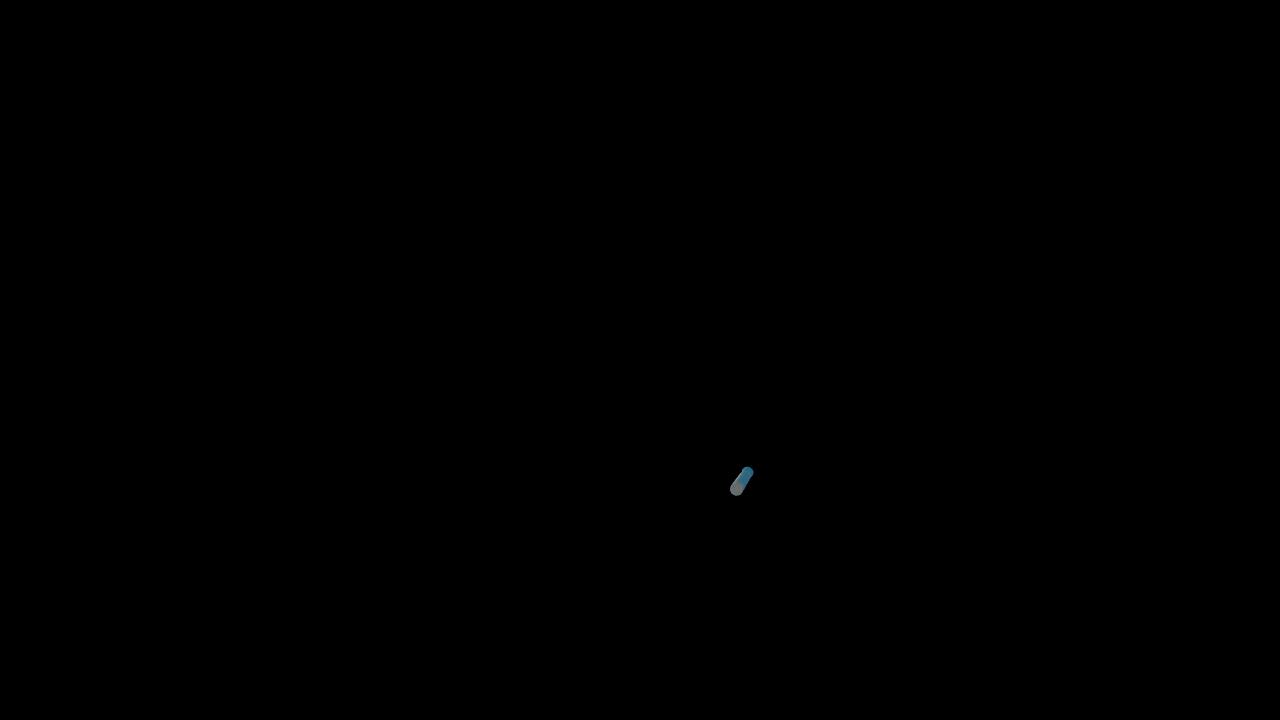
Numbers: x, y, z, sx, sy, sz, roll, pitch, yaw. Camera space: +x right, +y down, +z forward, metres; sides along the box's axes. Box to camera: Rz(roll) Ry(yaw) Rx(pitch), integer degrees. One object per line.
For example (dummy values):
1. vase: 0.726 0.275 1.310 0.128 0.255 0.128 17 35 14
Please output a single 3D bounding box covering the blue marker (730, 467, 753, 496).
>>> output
1. blue marker: 0.158 0.185 0.949 0.020 0.020 0.121 0 3 18
